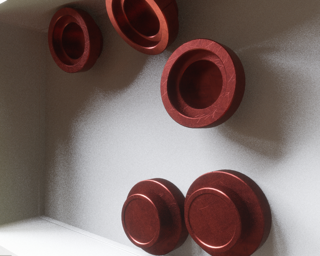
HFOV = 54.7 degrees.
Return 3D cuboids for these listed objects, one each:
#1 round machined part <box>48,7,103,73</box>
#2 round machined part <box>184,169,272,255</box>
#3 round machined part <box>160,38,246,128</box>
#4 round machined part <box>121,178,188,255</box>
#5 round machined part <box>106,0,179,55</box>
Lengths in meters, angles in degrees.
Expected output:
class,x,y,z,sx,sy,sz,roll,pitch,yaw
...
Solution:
class,x,y,z,sx,sy,sz,roll,pitch,yaw
round machined part,-0.129,-0.138,0.491,0.098,0.042,0.097,10,108,33
round machined part,0.066,0.096,0.340,0.098,0.042,0.097,0,90,39
round machined part,0.051,-0.048,0.352,0.098,0.042,0.097,0,90,39
round machined part,-0.012,0.117,0.404,0.098,0.042,0.097,0,90,39
round machined part,-0.016,-0.144,0.385,0.098,0.042,0.098,31,151,19
